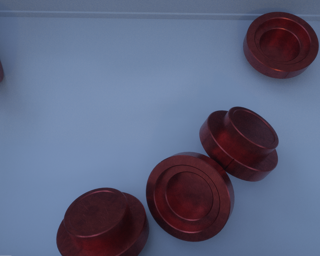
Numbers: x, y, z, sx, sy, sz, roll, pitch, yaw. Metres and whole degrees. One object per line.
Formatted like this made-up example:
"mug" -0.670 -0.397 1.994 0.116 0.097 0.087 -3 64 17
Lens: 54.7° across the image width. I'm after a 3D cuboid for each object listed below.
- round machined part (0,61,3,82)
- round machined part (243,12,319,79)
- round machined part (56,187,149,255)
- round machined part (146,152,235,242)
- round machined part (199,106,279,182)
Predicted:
"round machined part" -0.254 -0.097 0.405 0.042 0.098 0.098 -23 72 -3
"round machined part" 0.168 -0.113 0.443 0.099 0.042 0.098 0 70 0
"round machined part" -0.064 0.103 0.335 0.098 0.042 0.098 -8 32 5
"round machined part" 0.037 0.075 0.357 0.098 0.042 0.097 3 98 25
"round machined part" 0.100 0.012 0.370 0.099 0.042 0.098 20 38 -16
